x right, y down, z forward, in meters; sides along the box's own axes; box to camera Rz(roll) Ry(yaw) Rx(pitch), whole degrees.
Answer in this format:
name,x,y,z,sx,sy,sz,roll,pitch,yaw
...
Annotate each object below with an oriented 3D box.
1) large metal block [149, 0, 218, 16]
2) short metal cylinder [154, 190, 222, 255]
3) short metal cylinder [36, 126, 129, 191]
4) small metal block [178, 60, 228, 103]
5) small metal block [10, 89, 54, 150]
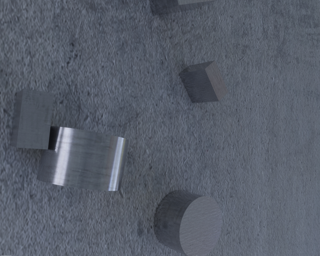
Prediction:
name,x,y,z,sx,sy,sz,roll,pitch,yaw
large metal block,0.026,-0.200,0.409,0.081,0.050,0.080,-25,106,-37
short metal cylinder,0.038,0.129,0.421,0.081,0.050,0.080,0,90,-40
short metal cylinder,-0.075,0.030,0.306,0.081,0.080,0.050,14,81,-39
small metal block,0.061,-0.064,0.440,0.025,0.050,0.050,-43,116,-32
small metal block,-0.119,-0.007,0.286,0.025,0.050,0.050,7,86,-31
